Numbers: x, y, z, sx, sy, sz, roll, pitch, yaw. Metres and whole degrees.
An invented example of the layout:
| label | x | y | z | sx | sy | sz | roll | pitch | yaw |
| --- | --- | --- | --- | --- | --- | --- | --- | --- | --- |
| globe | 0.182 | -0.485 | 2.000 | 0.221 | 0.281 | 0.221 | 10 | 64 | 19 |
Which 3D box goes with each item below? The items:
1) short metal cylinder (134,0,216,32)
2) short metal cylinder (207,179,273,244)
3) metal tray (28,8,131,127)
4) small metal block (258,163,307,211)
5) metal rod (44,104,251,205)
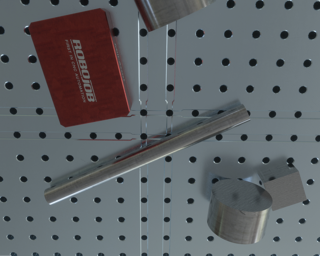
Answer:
| label | x | y | z | sx | sy | sz | roll | pitch | yaw |
| --- | --- | --- | --- | --- | --- | --- | --- | --- | --- |
| short metal cylinder | 0.013 | -0.143 | 0.331 | 0.080 | 0.080 | 0.050 | -23 | 109 | 8 |
| short metal cylinder | 0.108 | 0.112 | 0.426 | 0.081 | 0.080 | 0.050 | 4 | 110 | -2 |
| metal tray | -0.094 | -0.072 | 0.383 | 0.090 | 0.030 | 0.129 | -11 | 110 | 3 |
| small metal block | 0.176 | 0.085 | 0.446 | 0.050 | 0.025 | 0.050 | -21 | 109 | 7 |
| metal rod | -0.023 | 0.039 | 0.427 | 0.301 | 0.025 | 0.025 | -24 | 109 | 8 |
